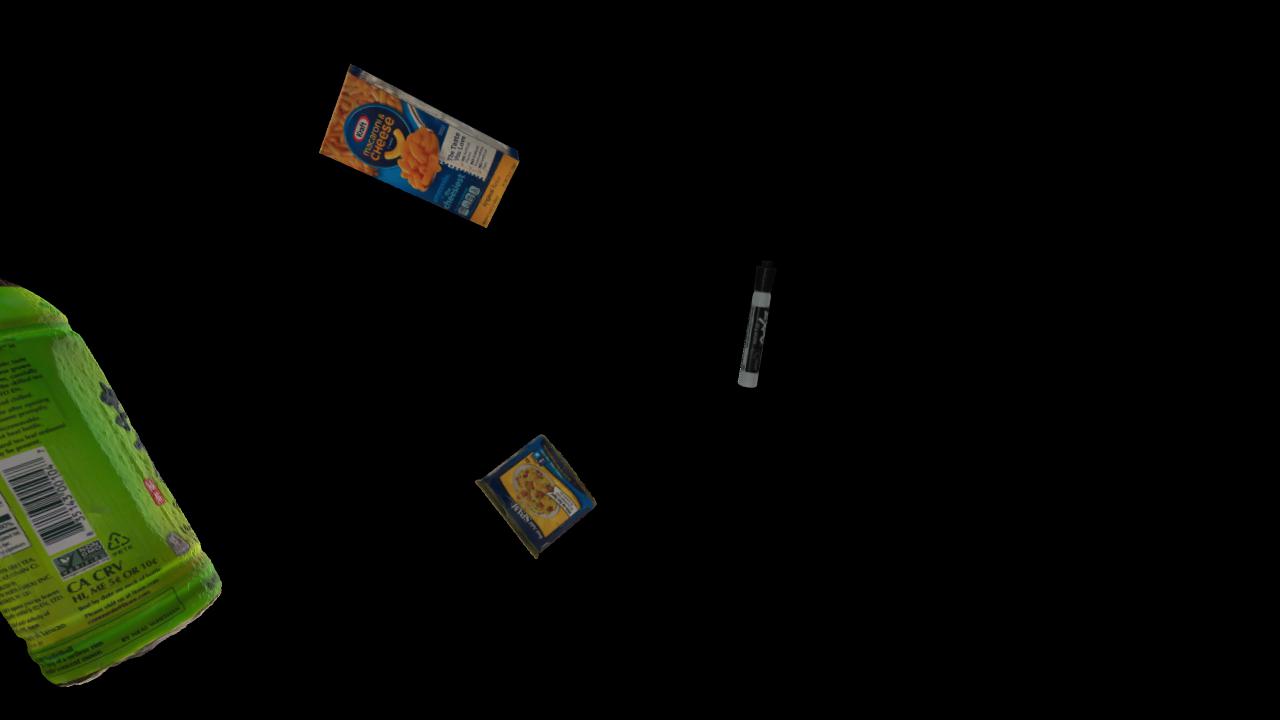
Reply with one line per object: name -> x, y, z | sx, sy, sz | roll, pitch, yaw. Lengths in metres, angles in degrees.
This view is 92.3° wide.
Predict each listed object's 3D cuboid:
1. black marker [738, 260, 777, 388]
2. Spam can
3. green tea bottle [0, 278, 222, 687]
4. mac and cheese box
black marker -> 0.111, -0.034, 0.583 | 0.020, 0.121, 0.020 | 6, 15, -2
Spam can -> -0.108, 0.141, 0.649 | 0.085, 0.101, 0.058 | -38, 6, -18
green tea bottle -> -0.270, 0.034, 0.272 | 0.073, 0.212, 0.073 | -21, 10, 4
mac and cheese box -> -0.233, -0.224, 0.664 | 0.184, 0.093, 0.041 | 20, 31, -29
